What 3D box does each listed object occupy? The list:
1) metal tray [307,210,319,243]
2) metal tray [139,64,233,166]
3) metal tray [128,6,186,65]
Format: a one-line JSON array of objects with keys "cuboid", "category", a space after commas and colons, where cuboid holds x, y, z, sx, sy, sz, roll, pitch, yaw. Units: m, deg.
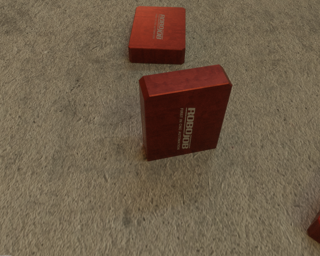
[{"cuboid": [0.230, 0.088, 0.326, 0.090, 0.030, 0.131, 35, 58, 26], "category": "metal tray"}, {"cuboid": [0.025, -0.009, 0.359, 0.091, 0.129, 0.030, -10, 53, -8], "category": "metal tray"}, {"cuboid": [-0.002, -0.164, 0.537, 0.091, 0.030, 0.130, 2, 50, 2], "category": "metal tray"}]
